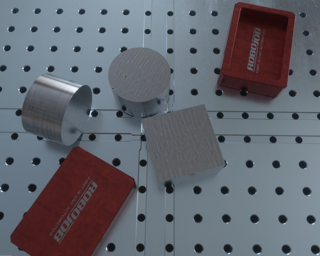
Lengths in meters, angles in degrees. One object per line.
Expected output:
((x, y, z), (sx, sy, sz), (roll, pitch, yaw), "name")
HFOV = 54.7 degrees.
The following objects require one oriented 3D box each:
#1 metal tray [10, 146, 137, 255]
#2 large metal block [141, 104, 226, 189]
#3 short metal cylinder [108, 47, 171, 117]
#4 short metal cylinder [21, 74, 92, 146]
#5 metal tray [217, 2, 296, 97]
((-0.099, 0.099, 0.372), (0.090, 0.030, 0.130), (29, 72, 10), "metal tray")
((0.026, 0.024, 0.390), (0.081, 0.050, 0.080), (-14, 71, -5), "large metal block")
((-0.026, -0.061, 0.420), (0.081, 0.050, 0.080), (0, 70, 0), "short metal cylinder")
((-0.127, -0.023, 0.390), (0.050, 0.080, 0.080), (18, 71, 6), "short metal cylinder")
((0.142, -0.116, 0.452), (0.090, 0.030, 0.130), (13, 70, 4), "metal tray")
